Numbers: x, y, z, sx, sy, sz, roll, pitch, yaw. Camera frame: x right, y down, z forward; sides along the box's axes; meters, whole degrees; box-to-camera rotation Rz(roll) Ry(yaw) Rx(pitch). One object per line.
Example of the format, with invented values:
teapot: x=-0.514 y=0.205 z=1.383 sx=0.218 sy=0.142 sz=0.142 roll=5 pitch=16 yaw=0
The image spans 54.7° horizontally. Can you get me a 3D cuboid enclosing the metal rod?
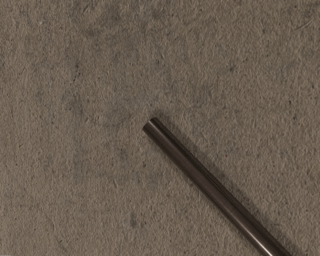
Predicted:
metal rod: x=0.088 y=0.099 z=0.377 sx=0.300 sy=0.025 sz=0.025 roll=46 pitch=104 yaw=14
